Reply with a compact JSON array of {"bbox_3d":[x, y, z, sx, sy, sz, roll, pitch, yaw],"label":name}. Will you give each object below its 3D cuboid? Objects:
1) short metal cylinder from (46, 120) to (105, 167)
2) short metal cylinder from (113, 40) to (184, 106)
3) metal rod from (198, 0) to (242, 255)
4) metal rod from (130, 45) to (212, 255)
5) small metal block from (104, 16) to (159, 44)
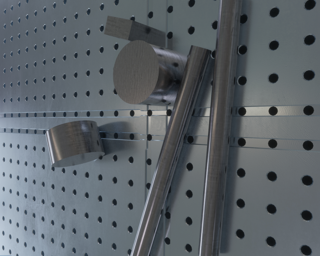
[{"bbox_3d":[-0.131,0.026,0.482,0.080,0.081,0.050,-26,74,37],"label":"short metal cylinder"},{"bbox_3d":[-0.016,-0.070,0.406,0.080,0.050,0.079,0,90,40],"label":"short metal cylinder"},{"bbox_3d":[0.068,0.001,0.353,0.025,0.025,0.298,7,95,40],"label":"metal rod"},{"bbox_3d":[0.010,0.045,0.401,0.025,0.025,0.298,26,106,37],"label":"metal rod"},{"bbox_3d":[-0.039,-0.132,0.426,0.050,0.050,0.025,25,106,37],"label":"small metal block"}]
